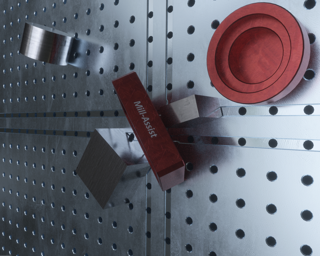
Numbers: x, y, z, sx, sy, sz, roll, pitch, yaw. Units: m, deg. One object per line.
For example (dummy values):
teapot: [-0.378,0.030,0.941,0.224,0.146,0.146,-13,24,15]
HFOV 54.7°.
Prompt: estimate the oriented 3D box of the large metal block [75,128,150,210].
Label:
large metal block: [-0.068,0.056,0.450,0.080,0.050,0.080,44,116,31]

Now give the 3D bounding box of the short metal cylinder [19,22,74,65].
short metal cylinder: [-0.194,-0.145,0.534,0.080,0.081,0.050,31,109,36]

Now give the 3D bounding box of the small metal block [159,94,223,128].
small metal block: [0.037,-0.018,0.363,0.050,0.050,0.025,-18,79,38]

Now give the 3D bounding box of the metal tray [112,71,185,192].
metal tray: [-0.013,0.006,0.379,0.030,0.090,0.130,-25,69,-7]

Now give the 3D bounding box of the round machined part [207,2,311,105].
round machined part: [0.101,-0.072,0.315,0.098,0.042,0.097,0,90,40]
